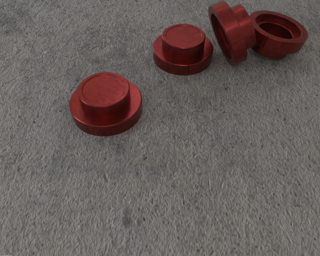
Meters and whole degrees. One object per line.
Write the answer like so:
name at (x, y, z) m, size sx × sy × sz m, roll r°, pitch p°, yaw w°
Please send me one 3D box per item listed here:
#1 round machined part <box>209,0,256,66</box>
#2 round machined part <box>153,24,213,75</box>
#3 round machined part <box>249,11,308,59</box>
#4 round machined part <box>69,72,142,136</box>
round machined part at (0.114, -0.149, 0.477) m, size 0.042 × 0.098 × 0.098 m, roll -24°, pitch 51°, yaw 6°
round machined part at (0.038, -0.133, 0.504) m, size 0.099 × 0.042 × 0.098 m, roll 0°, pitch 50°, yaw 0°
round machined part at (0.187, -0.151, 0.513) m, size 0.099 × 0.042 × 0.098 m, roll 7°, pitch 47°, yaw -7°
round machined part at (-0.075, -0.039, 0.425) m, size 0.099 × 0.042 × 0.098 m, roll 0°, pitch 50°, yaw 0°
